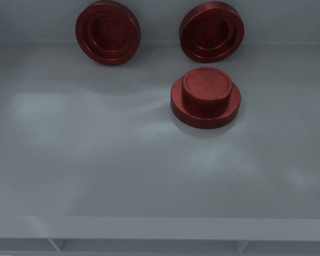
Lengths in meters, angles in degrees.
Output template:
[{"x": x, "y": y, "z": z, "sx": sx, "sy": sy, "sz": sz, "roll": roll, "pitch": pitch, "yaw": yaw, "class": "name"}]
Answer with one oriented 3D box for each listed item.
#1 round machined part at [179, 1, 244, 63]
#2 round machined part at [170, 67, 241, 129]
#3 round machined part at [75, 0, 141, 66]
[{"x": 0.078, "y": -0.153, "z": 0.487, "sx": 0.099, "sy": 0.097, "sz": 0.042, "roll": -4, "pitch": 50, "yaw": -3, "class": "round machined part"}, {"x": 0.064, "y": -0.049, "z": 0.435, "sx": 0.099, "sy": 0.042, "sz": 0.098, "roll": 0, "pitch": 50, "yaw": 0, "class": "round machined part"}, {"x": -0.078, "y": -0.151, "z": 0.486, "sx": 0.099, "sy": 0.097, "sz": 0.042, "roll": 6, "pitch": 38, "yaw": 5, "class": "round machined part"}]
